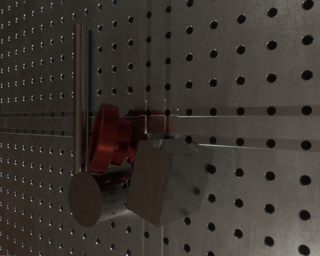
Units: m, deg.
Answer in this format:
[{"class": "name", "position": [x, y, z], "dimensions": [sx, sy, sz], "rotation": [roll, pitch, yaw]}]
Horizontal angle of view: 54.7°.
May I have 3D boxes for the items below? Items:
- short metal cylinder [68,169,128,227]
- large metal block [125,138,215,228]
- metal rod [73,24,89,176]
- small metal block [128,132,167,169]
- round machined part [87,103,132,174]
[{"class": "short metal cylinder", "position": [-0.094, 0.103, 0.468], "dimensions": [0.080, 0.050, 0.079], "rotation": [0, 90, 39]}, {"class": "large metal block", "position": [0.013, 0.058, 0.361], "dimensions": [0.050, 0.081, 0.079], "rotation": [20, 102, 38]}, {"class": "metal rod", "position": [-0.131, -0.019, 0.514], "dimensions": [0.025, 0.025, 0.298], "rotation": [0, 90, 39]}, {"class": "small metal block", "position": [-0.017, 0.037, 0.415], "dimensions": [0.050, 0.025, 0.050], "rotation": [-26, 73, 48]}, {"class": "round machined part", "position": [-0.070, 0.017, 0.435], "dimensions": [0.098, 0.042, 0.097], "rotation": [-167, 89, -72]}]
